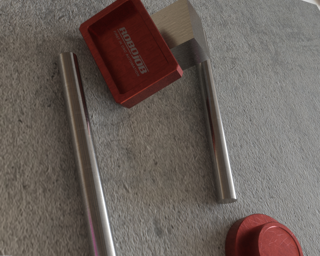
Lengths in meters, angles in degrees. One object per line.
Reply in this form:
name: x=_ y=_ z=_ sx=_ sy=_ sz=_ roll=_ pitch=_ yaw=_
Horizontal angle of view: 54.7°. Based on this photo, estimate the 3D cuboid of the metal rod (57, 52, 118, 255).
metal rod: x=-0.078 y=0.043 z=0.336 sx=0.025 sy=0.025 sz=0.299 roll=-3 pitch=63 yaw=-30

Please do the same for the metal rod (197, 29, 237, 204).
metal rod: x=0.077 y=-0.036 z=0.469 sx=0.025 sy=0.025 sz=0.299 roll=10 pitch=57 yaw=-23

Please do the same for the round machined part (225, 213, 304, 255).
round machined part: x=0.132 y=0.152 z=0.373 sx=0.099 sy=0.042 sz=0.098 roll=14 pitch=56 yaw=-21

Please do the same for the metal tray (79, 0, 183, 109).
metal tray: x=-0.040 y=-0.102 z=0.407 sx=0.130 sy=0.090 sz=0.030 roll=62 pitch=9 yaw=16

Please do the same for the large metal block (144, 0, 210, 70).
large metal block: x=0.019 y=-0.128 z=0.449 sx=0.050 sy=0.080 sz=0.080 roll=36 pitch=41 yaw=-51
